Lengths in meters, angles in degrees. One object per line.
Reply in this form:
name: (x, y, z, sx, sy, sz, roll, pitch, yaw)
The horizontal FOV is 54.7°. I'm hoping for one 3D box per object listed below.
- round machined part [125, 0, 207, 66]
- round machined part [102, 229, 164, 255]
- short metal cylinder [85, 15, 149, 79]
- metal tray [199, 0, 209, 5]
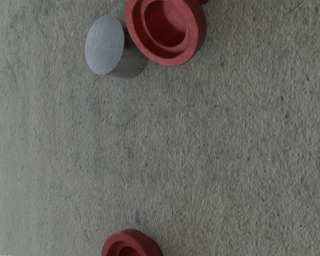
round machined part: (0.011, -0.125, 0.363, 0.098, 0.042, 0.097, 25, 142, 21)
round machined part: (-0.032, 0.185, 0.418, 0.098, 0.042, 0.097, 0, 90, 39)
short metal cylinder: (-0.060, -0.112, 0.436, 0.080, 0.050, 0.079, 0, 90, 39)
metal tray: (0.019, -0.217, 0.383, 0.090, 0.030, 0.129, 6, 94, 39)
